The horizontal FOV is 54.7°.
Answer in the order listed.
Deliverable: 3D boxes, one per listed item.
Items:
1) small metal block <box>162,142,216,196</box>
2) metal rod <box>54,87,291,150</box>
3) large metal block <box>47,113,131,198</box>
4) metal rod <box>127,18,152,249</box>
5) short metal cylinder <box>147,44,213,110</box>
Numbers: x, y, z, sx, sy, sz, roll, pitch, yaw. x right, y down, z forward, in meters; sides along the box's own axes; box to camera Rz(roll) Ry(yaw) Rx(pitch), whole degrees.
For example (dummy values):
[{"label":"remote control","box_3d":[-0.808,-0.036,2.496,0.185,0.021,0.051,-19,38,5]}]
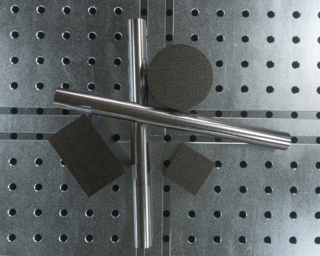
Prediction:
[{"label":"small metal block","box_3d":[0.038,0.054,0.415,0.050,0.025,0.050,33,90,-1]},{"label":"metal rod","box_3d":[0.022,-0.009,0.395,0.302,0.025,0.025,11,90,-8]},{"label":"large metal block","box_3d":[-0.082,0.030,0.384,0.050,0.080,0.080,-35,90,0]},{"label":"metal rod","box_3d":[-0.027,0.007,0.413,0.025,0.025,0.298,-2,90,-1]},{"label":"short metal cylinder","box_3d":[0.024,-0.062,0.401,0.081,0.050,0.079,0,90,-1]}]
